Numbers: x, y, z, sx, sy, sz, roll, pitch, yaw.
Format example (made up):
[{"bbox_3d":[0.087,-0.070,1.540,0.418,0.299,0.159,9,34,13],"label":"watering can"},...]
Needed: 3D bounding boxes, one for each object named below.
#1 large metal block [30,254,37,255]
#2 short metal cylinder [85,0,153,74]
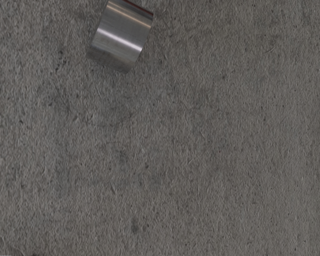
[{"bbox_3d":[-0.167,0.180,0.318,0.081,0.080,0.050,-8,93,-20],"label":"large metal block"},{"bbox_3d":[-0.049,-0.109,0.362,0.050,0.080,0.080,22,83,-19],"label":"short metal cylinder"}]
